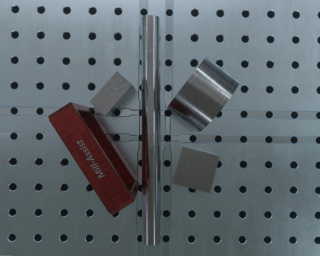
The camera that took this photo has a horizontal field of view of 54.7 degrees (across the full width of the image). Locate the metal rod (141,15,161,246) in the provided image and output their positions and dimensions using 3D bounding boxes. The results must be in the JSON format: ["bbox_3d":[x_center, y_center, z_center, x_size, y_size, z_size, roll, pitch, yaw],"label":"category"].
[{"bbox_3d":[-0.012,0.003,0.413,0.025,0.025,0.298,0,90,-1],"label":"metal rod"}]

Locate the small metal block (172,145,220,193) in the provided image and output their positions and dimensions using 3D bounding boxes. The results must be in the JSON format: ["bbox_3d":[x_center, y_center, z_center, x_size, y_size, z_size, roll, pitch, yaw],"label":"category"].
[{"bbox_3d":[0.047,0.054,0.415,0.050,0.025,0.050,15,90,-1],"label":"small metal block"}]

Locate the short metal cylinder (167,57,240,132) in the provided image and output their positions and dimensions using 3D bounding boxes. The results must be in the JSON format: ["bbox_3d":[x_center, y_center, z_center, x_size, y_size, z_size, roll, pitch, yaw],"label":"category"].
[{"bbox_3d":[0.053,-0.041,0.386,0.050,0.080,0.080,38,90,-1],"label":"short metal cylinder"}]

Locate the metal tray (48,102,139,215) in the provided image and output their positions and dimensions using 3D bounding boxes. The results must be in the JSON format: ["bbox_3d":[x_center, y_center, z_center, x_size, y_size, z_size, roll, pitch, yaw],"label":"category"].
[{"bbox_3d":[-0.075,0.033,0.379,0.030,0.090,0.130,-33,90,0],"label":"metal tray"}]

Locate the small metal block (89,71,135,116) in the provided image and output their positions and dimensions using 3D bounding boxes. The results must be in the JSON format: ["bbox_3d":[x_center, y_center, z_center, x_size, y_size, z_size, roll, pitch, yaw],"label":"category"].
[{"bbox_3d":[-0.059,-0.042,0.399,0.025,0.050,0.050,41,90,-1],"label":"small metal block"}]
